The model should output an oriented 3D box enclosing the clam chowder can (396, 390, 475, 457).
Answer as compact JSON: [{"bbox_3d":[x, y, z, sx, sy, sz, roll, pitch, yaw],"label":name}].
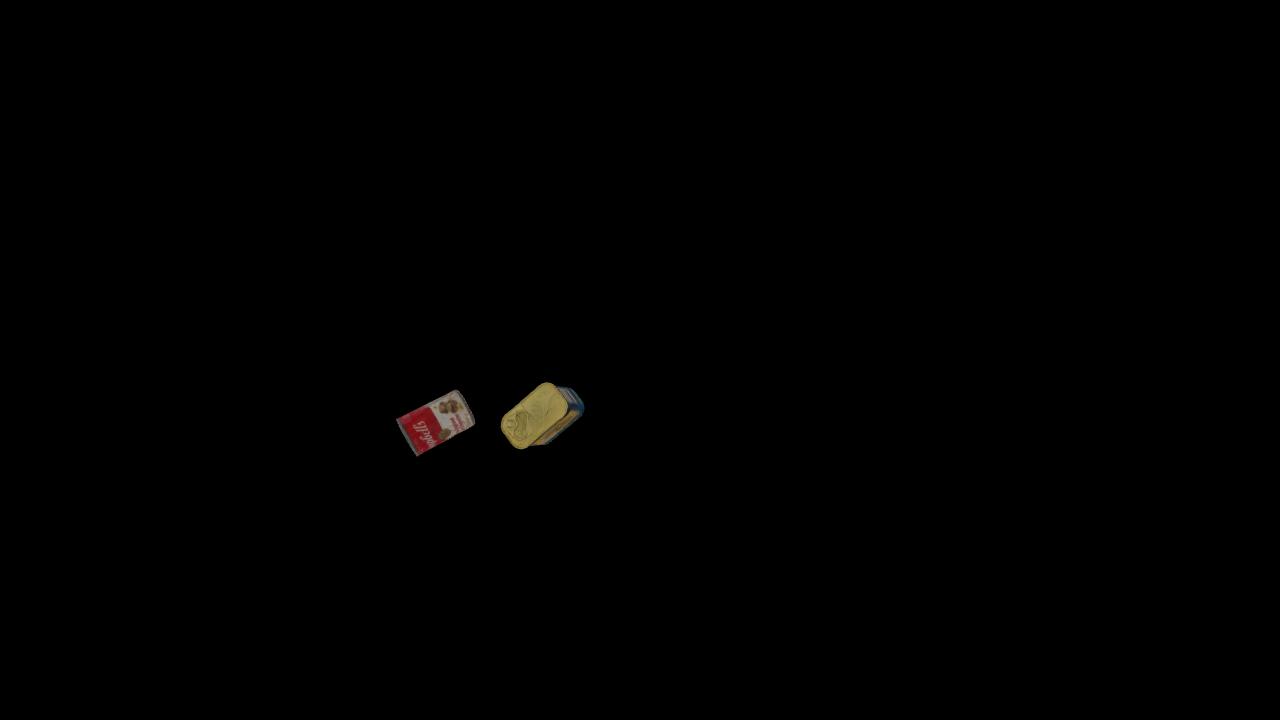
[{"bbox_3d":[-0.323,0.098,0.976,0.102,0.068,0.068,-30,13,-25],"label":"clam chowder can"}]

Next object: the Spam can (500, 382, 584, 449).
[{"bbox_3d":[-0.137,0.081,0.891,0.101,0.058,0.085,-40,-13,7],"label":"Spam can"}]
